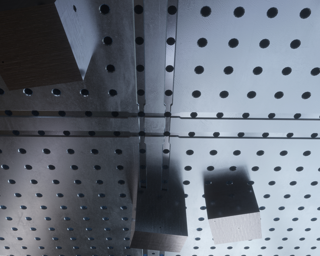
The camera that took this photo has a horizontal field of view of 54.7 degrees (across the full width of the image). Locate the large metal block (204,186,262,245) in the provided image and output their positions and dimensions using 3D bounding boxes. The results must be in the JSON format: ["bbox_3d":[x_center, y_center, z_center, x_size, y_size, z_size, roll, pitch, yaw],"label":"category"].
[{"bbox_3d":[0.124,0.149,0.525,0.080,0.050,0.080,-11,130,9],"label":"large metal block"}]

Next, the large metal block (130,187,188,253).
[{"bbox_3d":[-0.003,0.148,0.502,0.081,0.080,0.050,9,130,-8],"label":"large metal block"}]

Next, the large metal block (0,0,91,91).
[{"bbox_3d":[-0.125,-0.090,0.317,0.080,0.050,0.080,-7,130,5],"label":"large metal block"}]
